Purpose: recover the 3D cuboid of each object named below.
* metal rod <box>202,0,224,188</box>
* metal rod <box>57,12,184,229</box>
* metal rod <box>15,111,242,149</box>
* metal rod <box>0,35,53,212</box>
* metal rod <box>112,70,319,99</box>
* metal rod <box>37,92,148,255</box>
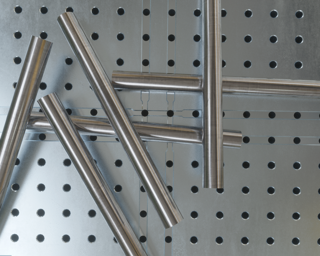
[{"bbox_3d":[0.065,-0.077,0.390,0.025,0.025,0.299,1,81,0],"label":"metal rod"},{"bbox_3d":[-0.054,-0.017,0.389,0.025,0.025,0.299,-29,81,0],"label":"metal rod"},{"bbox_3d":[-0.044,0.002,0.413,0.302,0.025,0.025,5,90,0],"label":"metal rod"},{"bbox_3d":[-0.193,0.032,0.392,0.025,0.025,0.299,21,98,0],"label":"metal rod"},{"bbox_3d":[0.088,-0.057,0.413,0.302,0.025,0.025,3,90,0],"label":"metal rod"},{"bbox_3d":[-0.070,0.093,0.398,0.025,0.025,0.299,-28,96,0],"label":"metal rod"}]
